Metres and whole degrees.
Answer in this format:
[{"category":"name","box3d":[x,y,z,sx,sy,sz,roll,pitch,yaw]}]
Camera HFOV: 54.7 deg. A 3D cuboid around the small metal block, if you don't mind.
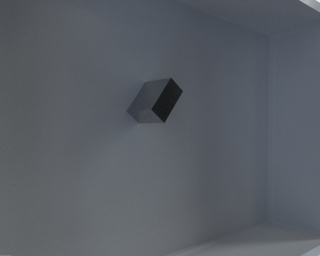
[{"category":"small metal block","box3d":[-0.007,-0.033,0.386,0.025,0.050,0.050,45,63,-31]}]
